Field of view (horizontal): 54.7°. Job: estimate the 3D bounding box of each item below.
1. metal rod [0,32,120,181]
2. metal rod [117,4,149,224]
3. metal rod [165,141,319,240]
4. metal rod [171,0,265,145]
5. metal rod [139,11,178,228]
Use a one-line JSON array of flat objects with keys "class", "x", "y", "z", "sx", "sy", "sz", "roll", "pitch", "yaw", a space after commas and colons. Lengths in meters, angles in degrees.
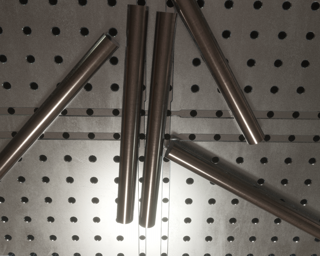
[{"class": "metal rod", "x": -0.162, "y": -0.005, "z": 0.409, "sx": 0.025, "sy": 0.025, "sz": 0.299, "roll": 42, "pitch": 104, "yaw": -14}, {"class": "metal rod", "x": -0.039, "y": -0.003, "z": 0.411, "sx": 0.025, "sy": 0.025, "sz": 0.298, "roll": 5, "pitch": 110, "yaw": -2}, {"class": "metal rod", "x": 0.142, "y": 0.101, "z": 0.452, "sx": 0.301, "sy": 0.025, "sz": 0.025, "roll": 29, "pitch": 107, "yaw": -11}, {"class": "metal rod", "x": 0.054, "y": -0.105, "z": 0.375, "sx": 0.025, "sy": 0.025, "sz": 0.299, "roll": -29, "pitch": 108, "yaw": 10}, {"class": "metal rod", "x": -0.006, "y": 0.003, "z": 0.414, "sx": 0.025, "sy": 0.025, "sz": 0.298, "roll": 5, "pitch": 110, "yaw": -2}]
